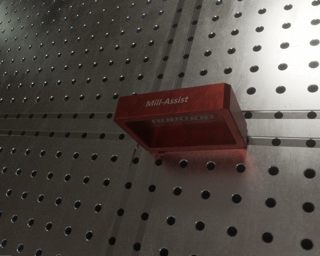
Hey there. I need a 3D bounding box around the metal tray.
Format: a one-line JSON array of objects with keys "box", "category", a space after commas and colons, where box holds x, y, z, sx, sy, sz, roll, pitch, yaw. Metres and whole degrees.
[{"box": [0.025, -0.006, 0.356, 0.130, 0.090, 0.030, -5, 60, 25], "category": "metal tray"}]
